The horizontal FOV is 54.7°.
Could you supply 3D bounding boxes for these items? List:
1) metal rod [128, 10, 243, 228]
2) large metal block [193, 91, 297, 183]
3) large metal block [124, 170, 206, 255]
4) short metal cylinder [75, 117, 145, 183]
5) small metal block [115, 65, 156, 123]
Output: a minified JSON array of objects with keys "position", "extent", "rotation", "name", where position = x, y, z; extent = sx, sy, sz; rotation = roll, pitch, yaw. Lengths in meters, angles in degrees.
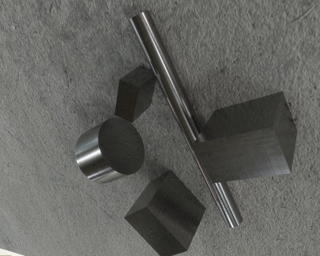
[{"position":[0.040,0.003,0.387],"extent":[0.025,0.025,0.299],"rotation":[-14,111,34],"name":"metal rod"},{"position":[0.093,0.010,0.328],"extent":[0.080,0.080,0.050],"rotation":[-15,111,34],"name":"large metal block"},{"position":[0.010,0.121,0.441],"extent":[0.080,0.080,0.050],"rotation":[49,129,-6],"name":"large metal block"},{"position":[-0.067,0.032,0.426],"extent":[0.050,0.080,0.080],"rotation":[-25,105,37],"name":"short metal cylinder"},{"position":[-0.029,-0.042,0.380],"extent":[0.025,0.050,0.050],"rotation":[24,127,13],"name":"small metal block"}]
